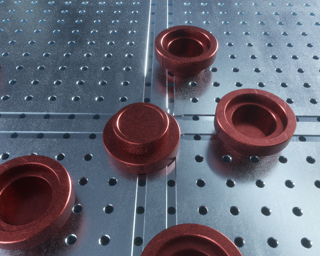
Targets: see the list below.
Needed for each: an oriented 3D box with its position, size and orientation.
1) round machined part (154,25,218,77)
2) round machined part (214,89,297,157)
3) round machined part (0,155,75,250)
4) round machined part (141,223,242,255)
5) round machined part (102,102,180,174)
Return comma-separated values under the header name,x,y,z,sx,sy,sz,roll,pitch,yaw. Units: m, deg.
name,x,y,z,sx,sy,sz,roll,pitch,yaw
round machined part,0.041,-0.119,0.497,0.099,0.042,0.098,0,50,0
round machined part,0.119,-0.003,0.400,0.099,0.042,0.098,0,50,0
round machined part,-0.140,0.080,0.329,0.099,0.042,0.098,0,50,0
round machined part,0.028,0.141,0.279,0.099,0.042,0.098,0,50,0
round machined part,-0.023,0.005,0.392,0.099,0.042,0.098,0,50,0
